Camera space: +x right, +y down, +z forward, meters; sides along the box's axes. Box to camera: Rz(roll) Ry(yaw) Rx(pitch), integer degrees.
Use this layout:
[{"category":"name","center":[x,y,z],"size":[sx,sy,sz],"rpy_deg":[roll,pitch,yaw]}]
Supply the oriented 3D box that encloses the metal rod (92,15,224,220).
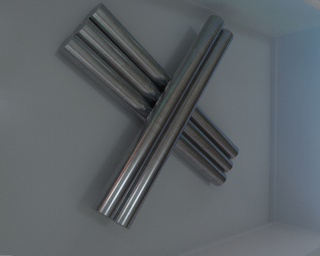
[{"category":"metal rod","center":[0.010,-0.030,0.380],"size":[0.025,0.025,0.300],"rpy_deg":[45,63,-31]}]

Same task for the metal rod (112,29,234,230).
[{"category":"metal rod","center":[0.025,-0.016,0.393],"size":[0.025,0.025,0.300],"rpy_deg":[45,63,-31]}]

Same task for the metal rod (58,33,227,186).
[{"category":"metal rod","center":[-0.002,-0.005,0.402],"size":[0.300,0.025,0.025],"rpy_deg":[42,65,-32]}]

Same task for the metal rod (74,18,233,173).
[{"category":"metal rod","center":[0.010,-0.024,0.413],"size":[0.300,0.025,0.025],"rpy_deg":[42,65,-32]}]

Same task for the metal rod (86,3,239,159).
[{"category":"metal rod","center":[0.022,-0.045,0.423],"size":[0.300,0.025,0.025],"rpy_deg":[42,65,-32]}]
